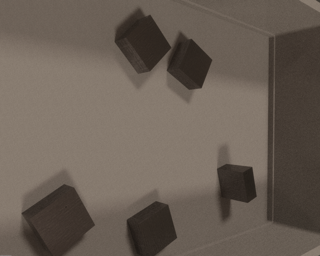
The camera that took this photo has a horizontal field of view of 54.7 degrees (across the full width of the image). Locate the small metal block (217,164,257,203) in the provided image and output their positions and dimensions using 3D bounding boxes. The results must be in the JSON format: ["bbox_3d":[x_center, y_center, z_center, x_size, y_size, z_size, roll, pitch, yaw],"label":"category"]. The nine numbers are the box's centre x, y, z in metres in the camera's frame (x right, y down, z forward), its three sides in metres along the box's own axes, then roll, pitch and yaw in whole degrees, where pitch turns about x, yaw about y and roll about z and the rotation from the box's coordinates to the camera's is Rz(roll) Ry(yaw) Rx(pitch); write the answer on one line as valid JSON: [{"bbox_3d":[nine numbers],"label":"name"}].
[{"bbox_3d":[0.123,0.088,0.497,0.025,0.050,0.050,-19,102,-39],"label":"small metal block"}]

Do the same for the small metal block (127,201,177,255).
[{"bbox_3d":[-0.009,0.131,0.401,0.050,0.025,0.050,-24,106,-38],"label":"small metal block"}]

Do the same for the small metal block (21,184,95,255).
[{"bbox_3d":[-0.104,0.095,0.321,0.050,0.025,0.050,-36,112,-34],"label":"small metal block"}]

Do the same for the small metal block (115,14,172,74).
[{"bbox_3d":[-0.020,-0.105,0.391,0.050,0.025,0.050,-53,121,-27],"label":"small metal block"}]

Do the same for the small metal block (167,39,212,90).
[{"bbox_3d":[0.043,-0.090,0.445,0.050,0.025,0.050,35,69,-35],"label":"small metal block"}]
